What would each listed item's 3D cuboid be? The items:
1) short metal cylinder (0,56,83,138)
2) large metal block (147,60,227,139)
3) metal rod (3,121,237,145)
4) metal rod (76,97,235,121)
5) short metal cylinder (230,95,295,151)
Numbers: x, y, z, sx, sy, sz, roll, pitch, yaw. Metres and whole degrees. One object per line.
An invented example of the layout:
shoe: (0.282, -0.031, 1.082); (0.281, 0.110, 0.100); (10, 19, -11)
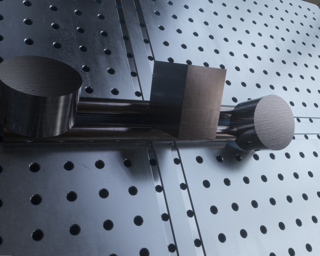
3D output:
short metal cylinder: (-0.127, -0.035, 0.326); (0.081, 0.050, 0.080); (15, 34, -10)
large metal block: (0.029, -0.036, 0.372); (0.050, 0.080, 0.079); (1, 103, -28)
metal rod: (-0.027, 0.006, 0.389); (0.303, 0.025, 0.025); (1, 62, -28)
metal rod: (0.031, -0.024, 0.438); (0.303, 0.025, 0.025); (1, 62, -28)
short metal cylinder: (0.151, -0.005, 0.460); (0.081, 0.050, 0.080); (4, 82, -27)
